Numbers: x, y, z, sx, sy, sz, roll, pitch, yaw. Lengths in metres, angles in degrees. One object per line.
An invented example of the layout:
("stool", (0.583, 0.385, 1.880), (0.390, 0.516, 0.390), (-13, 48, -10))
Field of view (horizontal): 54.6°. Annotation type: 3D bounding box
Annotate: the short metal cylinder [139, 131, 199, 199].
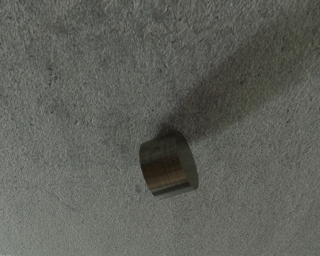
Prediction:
("short metal cylinder", (0.013, 0.050, 0.413), (0.050, 0.080, 0.080), (-20, 128, 16))
